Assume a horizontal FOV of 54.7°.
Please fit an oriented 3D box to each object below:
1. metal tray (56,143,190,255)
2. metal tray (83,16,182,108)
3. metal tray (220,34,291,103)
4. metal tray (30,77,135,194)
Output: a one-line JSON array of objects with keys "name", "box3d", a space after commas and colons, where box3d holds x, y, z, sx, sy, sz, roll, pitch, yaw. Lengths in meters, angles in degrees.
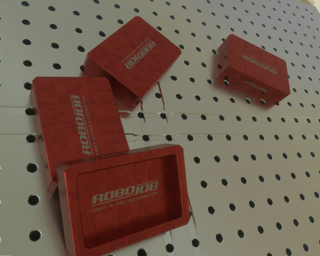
[{"name": "metal tray", "box3d": [-0.033, 0.070, 0.320, 0.131, 0.030, 0.089, -8, 94, -32]}, {"name": "metal tray", "box3d": [-0.035, -0.099, 0.448, 0.090, 0.030, 0.130, 38, 51, -3]}, {"name": "metal tray", "box3d": [0.174, -0.109, 0.568, 0.131, 0.030, 0.090, 21, 54, -16]}, {"name": "metal tray", "box3d": [-0.091, 0.002, 0.356, 0.091, 0.030, 0.130, -5, 64, -31]}]
